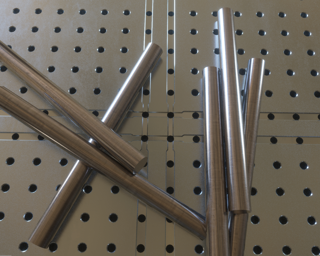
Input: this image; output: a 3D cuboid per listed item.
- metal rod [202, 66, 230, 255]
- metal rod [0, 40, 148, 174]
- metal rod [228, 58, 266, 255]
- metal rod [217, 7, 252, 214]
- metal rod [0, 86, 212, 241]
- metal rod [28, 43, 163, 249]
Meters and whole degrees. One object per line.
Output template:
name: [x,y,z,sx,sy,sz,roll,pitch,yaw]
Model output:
metal rod: [0.067,0.054,0.375,0.025,0.025,0.299,2,64,1]
metal rod: [-0.136,-0.041,0.408,0.300,0.025,0.025,37,74,19]
metal rod: [0.108,0.044,0.396,0.025,0.025,0.299,11,70,4]
metal rod: [0.095,-0.041,0.412,0.025,0.025,0.299,2,65,1]
metal rod: [-0.070,0.041,0.372,0.301,0.025,0.025,33,73,2]
metal rod: [-0.075,0.009,0.407,0.025,0.025,0.300,25,72,9]
